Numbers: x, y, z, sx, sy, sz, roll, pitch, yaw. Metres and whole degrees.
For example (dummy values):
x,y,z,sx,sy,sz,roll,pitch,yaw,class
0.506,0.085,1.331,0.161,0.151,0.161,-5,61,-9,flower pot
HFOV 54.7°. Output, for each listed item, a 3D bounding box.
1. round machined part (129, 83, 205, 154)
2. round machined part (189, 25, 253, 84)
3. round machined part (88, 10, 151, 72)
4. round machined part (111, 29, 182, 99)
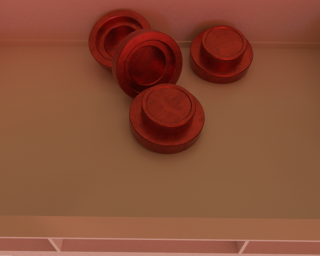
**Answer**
x,y,z,sx,sy,sz,roll,pitch,yaw,class
0.010,-0.019,0.401,0.099,0.042,0.098,3,57,-4,round machined part
0.096,-0.121,0.482,0.099,0.042,0.098,1,64,-1,round machined part
-0.058,-0.131,0.487,0.099,0.042,0.098,-2,76,7,round machined part
-0.021,-0.091,0.438,0.099,0.097,0.042,-21,34,-17,round machined part
